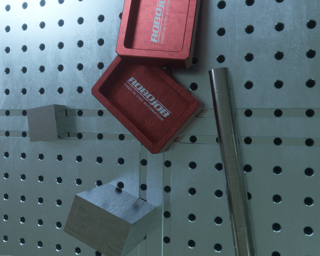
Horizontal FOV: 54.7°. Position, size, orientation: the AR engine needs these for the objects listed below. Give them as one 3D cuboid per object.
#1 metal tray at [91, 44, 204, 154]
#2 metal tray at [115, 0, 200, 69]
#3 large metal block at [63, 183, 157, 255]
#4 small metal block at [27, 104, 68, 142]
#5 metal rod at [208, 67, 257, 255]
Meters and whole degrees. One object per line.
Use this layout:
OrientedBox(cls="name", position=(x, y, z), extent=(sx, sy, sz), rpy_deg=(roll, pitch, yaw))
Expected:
OrientedBox(cls="metal tray", position=(-0.019, -0.040, 0.415), extent=(0.130, 0.030, 0.090), rpy_deg=(44, 103, 14))
OrientedBox(cls="metal tray", position=(0.001, -0.144, 0.388), extent=(0.090, 0.030, 0.129), rpy_deg=(7, 81, 11))
OrientedBox(cls="large metal block", position=(-0.062, 0.118, 0.404), extent=(0.080, 0.080, 0.050), rpy_deg=(22, 97, 18))
OrientedBox(cls="small metal block", position=(-0.171, -0.007, 0.471), extent=(0.050, 0.025, 0.050), rpy_deg=(-8, 87, 19))
OrientedBox(cls="metal rod", position=(0.093, 0.075, 0.379), extent=(0.025, 0.025, 0.298), rpy_deg=(-9, 87, 19))
